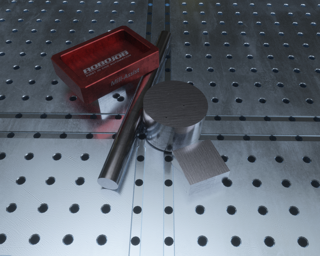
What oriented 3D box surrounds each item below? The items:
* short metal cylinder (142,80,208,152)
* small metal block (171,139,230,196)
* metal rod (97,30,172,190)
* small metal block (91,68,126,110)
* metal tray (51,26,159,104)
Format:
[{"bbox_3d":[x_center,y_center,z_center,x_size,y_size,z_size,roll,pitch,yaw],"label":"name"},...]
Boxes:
[{"bbox_3d":[0.018,-0.016,0.402,0.081,0.050,0.080,3,51,-3],"label":"short metal cylinder"},{"bbox_3d":[0.047,0.046,0.370,0.050,0.025,0.050,-17,52,-14],"label":"small metal block"},{"bbox_3d":[-0.025,-0.048,0.447,0.025,0.025,0.300,11,51,8],"label":"metal rod"},{"bbox_3d":[-0.087,-0.061,0.458,0.050,0.025,0.050,35,58,25],"label":"small metal block"},{"bbox_3d":[-0.077,-0.097,0.451,0.131,0.030,0.090,-33,56,-25],"label":"metal tray"}]
